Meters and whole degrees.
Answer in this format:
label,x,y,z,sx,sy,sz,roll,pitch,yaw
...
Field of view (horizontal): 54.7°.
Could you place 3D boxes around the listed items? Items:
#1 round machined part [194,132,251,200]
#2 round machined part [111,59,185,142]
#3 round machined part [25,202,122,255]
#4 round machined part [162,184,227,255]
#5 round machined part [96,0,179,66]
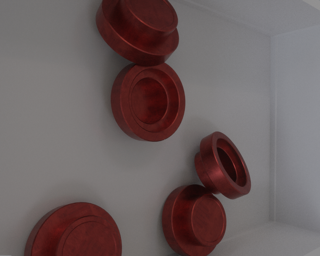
label,x,y,z,sx,sy,sz,roll,pitch,yaw
round machined part,0.087,0.057,0.450,0.098,0.042,0.098,38,35,-32
round machined part,-0.018,-0.032,0.380,0.099,0.042,0.097,0,90,-40
round machined part,-0.080,0.125,0.313,0.099,0.042,0.098,16,64,-36
round machined part,0.054,0.127,0.427,0.099,0.042,0.098,14,68,-37
round machined part,-0.019,-0.122,0.353,0.099,0.042,0.098,18,53,-25
